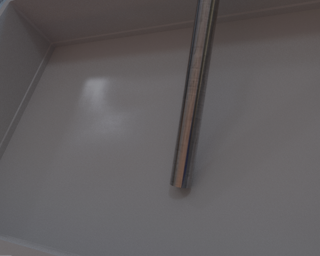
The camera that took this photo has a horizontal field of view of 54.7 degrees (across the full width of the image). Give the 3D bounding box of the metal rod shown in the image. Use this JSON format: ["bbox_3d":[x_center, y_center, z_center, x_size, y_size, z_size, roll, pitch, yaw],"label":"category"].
[{"bbox_3d":[0.046,-0.081,0.354,0.025,0.025,0.298,9,90,31],"label":"metal rod"}]
